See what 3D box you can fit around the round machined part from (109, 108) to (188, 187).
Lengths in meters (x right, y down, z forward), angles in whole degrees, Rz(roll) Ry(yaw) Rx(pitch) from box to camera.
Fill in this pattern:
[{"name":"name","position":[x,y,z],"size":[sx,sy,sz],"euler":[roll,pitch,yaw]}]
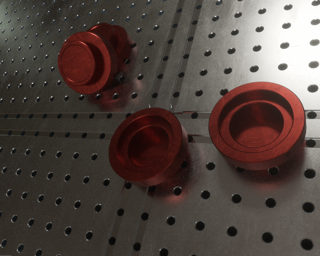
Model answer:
[{"name":"round machined part","position":[-0.011,0.027,0.385],"size":[0.098,0.042,0.098],"euler":[-13,56,20]}]

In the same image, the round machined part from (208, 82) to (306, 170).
[{"name":"round machined part","position":[0.107,0.001,0.340],"size":[0.098,0.042,0.098],"euler":[-13,57,21]}]

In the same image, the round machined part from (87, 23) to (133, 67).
[{"name":"round machined part","position":[-0.101,-0.142,0.535],"size":[0.098,0.042,0.098],"euler":[-13,56,20]}]

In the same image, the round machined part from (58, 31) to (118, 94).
[{"name":"round machined part","position":[-0.120,-0.101,0.487],"size":[0.098,0.042,0.097],"euler":[4,103,21]}]
